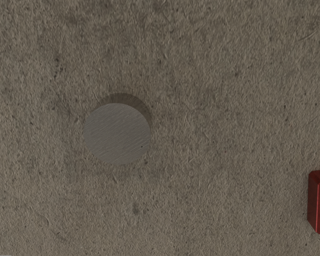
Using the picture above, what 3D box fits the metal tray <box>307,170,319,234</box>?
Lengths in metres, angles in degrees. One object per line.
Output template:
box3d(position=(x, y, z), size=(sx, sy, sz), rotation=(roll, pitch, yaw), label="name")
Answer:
box3d(position=(0.285, 0.101, 0.446), size=(0.131, 0.030, 0.089), rotation=(-7, 110, 2), label="metal tray")

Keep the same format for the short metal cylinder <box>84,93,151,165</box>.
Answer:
box3d(position=(-0.051, 0.000, 0.396), size=(0.081, 0.050, 0.079), rotation=(0, 110, 0), label="short metal cylinder")
